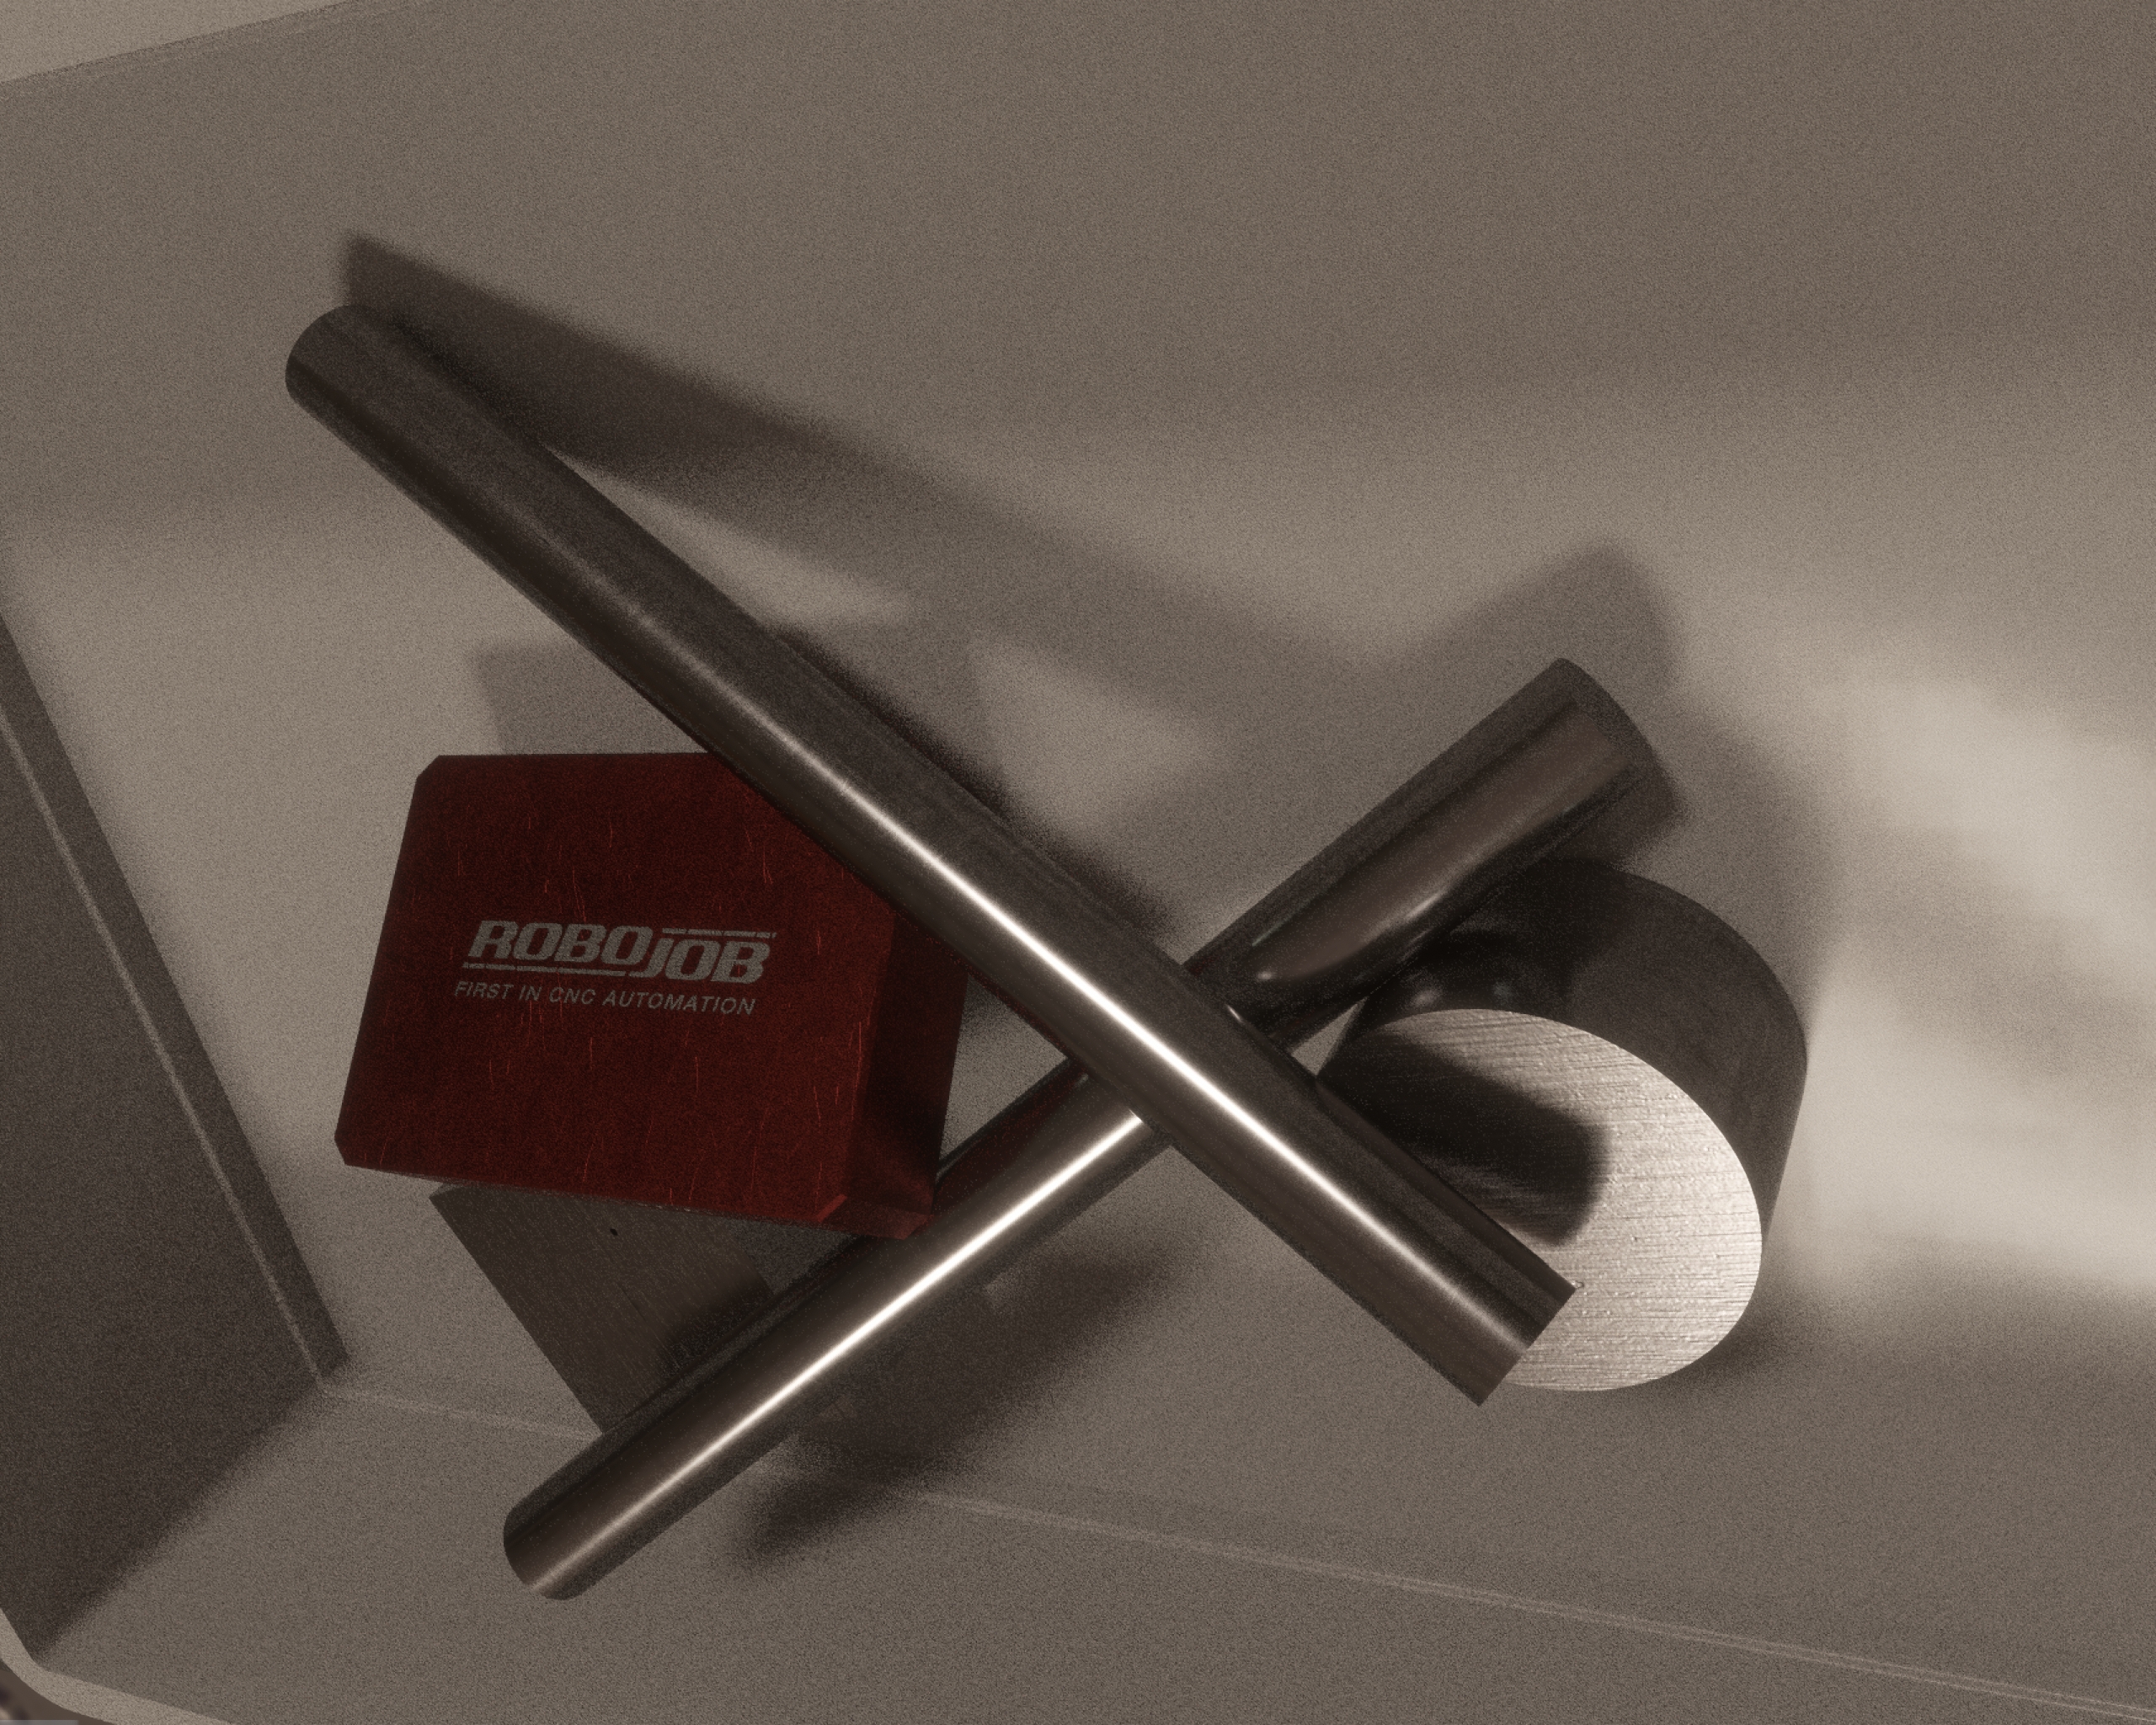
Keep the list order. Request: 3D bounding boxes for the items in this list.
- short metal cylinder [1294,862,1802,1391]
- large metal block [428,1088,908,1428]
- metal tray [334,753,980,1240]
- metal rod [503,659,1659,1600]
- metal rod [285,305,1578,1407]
[{"bbox_3d":[0.085,0.047,0.373,0.080,0.050,0.079,13,124,20],"label":"short metal cylinder"},{"bbox_3d":[-0.088,0.086,0.484,0.080,0.050,0.080,-21,108,35],"label":"large metal block"},{"bbox_3d":[-0.086,0.024,0.426,0.130,0.030,0.090,1,75,29],"label":"metal tray"},{"bbox_3d":[-0.015,0.065,0.406,0.299,0.025,0.025,-41,95,25],"label":"metal rod"},{"bbox_3d":[-0.039,-0.012,0.380,0.300,0.025,0.025,39,130,17],"label":"metal rod"}]
